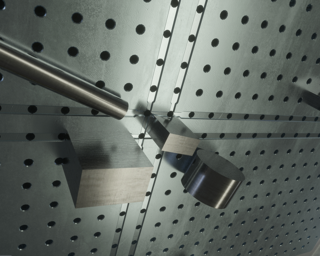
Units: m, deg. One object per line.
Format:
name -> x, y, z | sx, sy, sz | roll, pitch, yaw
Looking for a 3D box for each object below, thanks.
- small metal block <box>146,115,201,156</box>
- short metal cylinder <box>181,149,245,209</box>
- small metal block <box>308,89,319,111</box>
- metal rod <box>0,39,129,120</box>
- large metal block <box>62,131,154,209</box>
small metal block -> 0.017, 0.010, 0.410 | 0.050, 0.050, 0.025 | 13, 112, -34
short metal cylinder -> 0.079, 0.075, 0.465 | 0.081, 0.080, 0.050 | 16, 110, -35
small metal block -> 0.294, -0.046, 0.526 | 0.050, 0.050, 0.025 | -17, 125, -19
metal rod -> -0.155, -0.072, 0.281 | 0.302, 0.025, 0.025 | 25, 105, -37
large metal block -> -0.065, 0.045, 0.368 | 0.081, 0.080, 0.050 | 2, 118, -29
